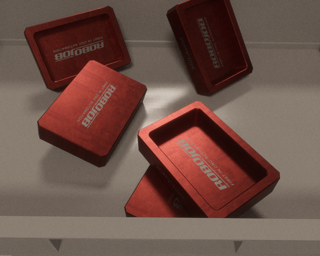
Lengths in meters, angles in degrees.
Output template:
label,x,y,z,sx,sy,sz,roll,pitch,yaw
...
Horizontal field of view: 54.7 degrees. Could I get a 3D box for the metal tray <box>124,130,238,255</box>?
label,x,y,z,sx,sy,sz,roll,pitch,yaw
metal tray,0.031,0.063,0.349,0.090,0.030,0.130,21,53,16

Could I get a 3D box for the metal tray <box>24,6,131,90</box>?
label,x,y,z,sx,sy,sz,roll,pitch,yaw
metal tray,-0.120,-0.119,0.462,0.131,0.090,0.030,-23,14,-19

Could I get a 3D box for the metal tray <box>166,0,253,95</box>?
label,x,y,z,sx,sy,sz,roll,pitch,yaw
metal tray,0.075,-0.124,0.450,0.091,0.129,0.030,-29,15,-22

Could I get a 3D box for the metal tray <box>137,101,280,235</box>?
label,x,y,z,sx,sy,sz,roll,pitch,yaw
metal tray,0.047,0.035,0.333,0.091,0.030,0.130,-28,56,-22

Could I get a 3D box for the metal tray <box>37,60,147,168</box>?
label,x,y,z,sx,sy,sz,roll,pitch,yaw
metal tray,-0.083,-0.023,0.405,0.090,0.030,0.130,26,53,0
